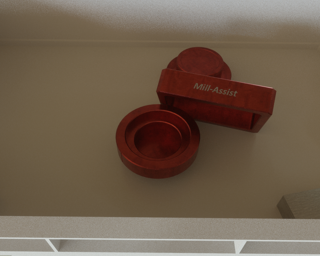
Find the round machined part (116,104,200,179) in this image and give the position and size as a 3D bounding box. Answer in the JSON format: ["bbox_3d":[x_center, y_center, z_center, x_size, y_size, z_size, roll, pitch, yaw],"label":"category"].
[{"bbox_3d":[-0.003,0.020,0.377,0.099,0.042,0.098,0,50,0],"label":"round machined part"}]

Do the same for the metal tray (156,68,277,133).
[{"bbox_3d":[0.067,-0.031,0.387,0.131,0.090,0.030,12,77,10],"label":"metal tray"}]

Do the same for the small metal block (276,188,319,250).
[{"bbox_3d":[0.161,0.095,0.328,0.050,0.025,0.050,-9,51,-8],"label":"small metal block"}]

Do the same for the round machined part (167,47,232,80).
[{"bbox_3d":[0.059,-0.085,0.467,0.099,0.042,0.098,0,50,0],"label":"round machined part"}]
